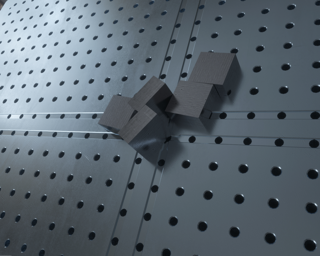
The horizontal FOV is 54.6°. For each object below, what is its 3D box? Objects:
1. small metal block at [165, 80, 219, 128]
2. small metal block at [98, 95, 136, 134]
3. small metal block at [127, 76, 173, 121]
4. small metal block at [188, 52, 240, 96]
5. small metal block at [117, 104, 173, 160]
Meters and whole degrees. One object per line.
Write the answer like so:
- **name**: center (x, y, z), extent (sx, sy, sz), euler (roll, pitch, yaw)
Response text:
- **small metal block**: center (0.042, -0.033, 0.407), extent (0.050, 0.025, 0.050), euler (13, 68, 33)
- **small metal block**: center (-0.053, -0.018, 0.448), extent (0.050, 0.025, 0.050), euler (13, 68, 33)
- **small metal block**: center (-0.007, -0.033, 0.417), extent (0.050, 0.050, 0.025), euler (-47, 51, -5)
- **small metal block**: center (0.072, -0.074, 0.416), extent (0.050, 0.025, 0.050), euler (12, 68, 33)
- **small metal block**: center (-0.018, 0.006, 0.399), extent (0.050, 0.050, 0.025), euler (-46, 51, -4)
